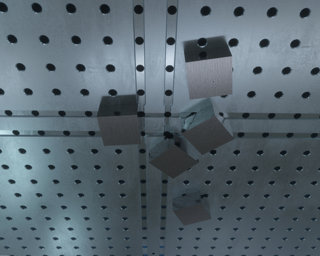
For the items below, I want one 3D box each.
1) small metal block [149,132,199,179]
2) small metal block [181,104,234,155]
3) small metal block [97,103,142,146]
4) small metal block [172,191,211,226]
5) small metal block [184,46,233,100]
[{"bbox_3d":[0.020,0.041,0.447,0.050,0.025,0.050,-37,121,27],"label":"small metal block"},{"bbox_3d":[0.063,0.003,0.415,0.050,0.025,0.050,-30,124,22],"label":"small metal block"},{"bbox_3d":[-0.052,-0.004,0.408,0.050,0.025,0.050,-3,130,2],"label":"small metal block"},{"bbox_3d":[0.055,0.138,0.531,0.050,0.025,0.050,-19,128,15],"label":"small metal block"},{"bbox_3d":[0.056,-0.063,0.359,0.050,0.025,0.050,-7,130,5],"label":"small metal block"}]
